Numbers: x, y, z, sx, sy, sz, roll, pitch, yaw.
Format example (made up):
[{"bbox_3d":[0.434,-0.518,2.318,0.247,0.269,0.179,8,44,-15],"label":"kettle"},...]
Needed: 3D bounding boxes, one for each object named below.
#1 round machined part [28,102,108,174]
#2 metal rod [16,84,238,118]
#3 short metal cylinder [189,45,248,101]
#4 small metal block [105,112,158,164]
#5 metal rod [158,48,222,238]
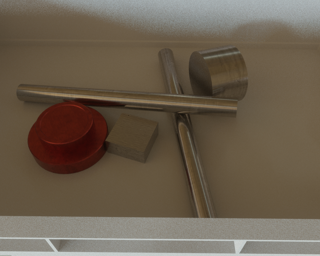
[{"bbox_3d":[-0.115,0.005,0.388,0.099,0.042,0.098,0,50,0],"label":"round machined part"},{"bbox_3d":[-0.052,-0.038,0.414,0.301,0.025,0.025,5,50,12],"label":"metal rod"},{"bbox_3d":[0.079,-0.071,0.430,0.050,0.080,0.080,-14,52,-12],"label":"short metal cylinder"},{"bbox_3d":[-0.034,0.012,0.395,0.050,0.025,0.050,16,52,12],"label":"small metal block"},{"bbox_3d":[0.030,-0.006,0.410,0.025,0.025,0.300,-6,50,-5],"label":"metal rod"}]
